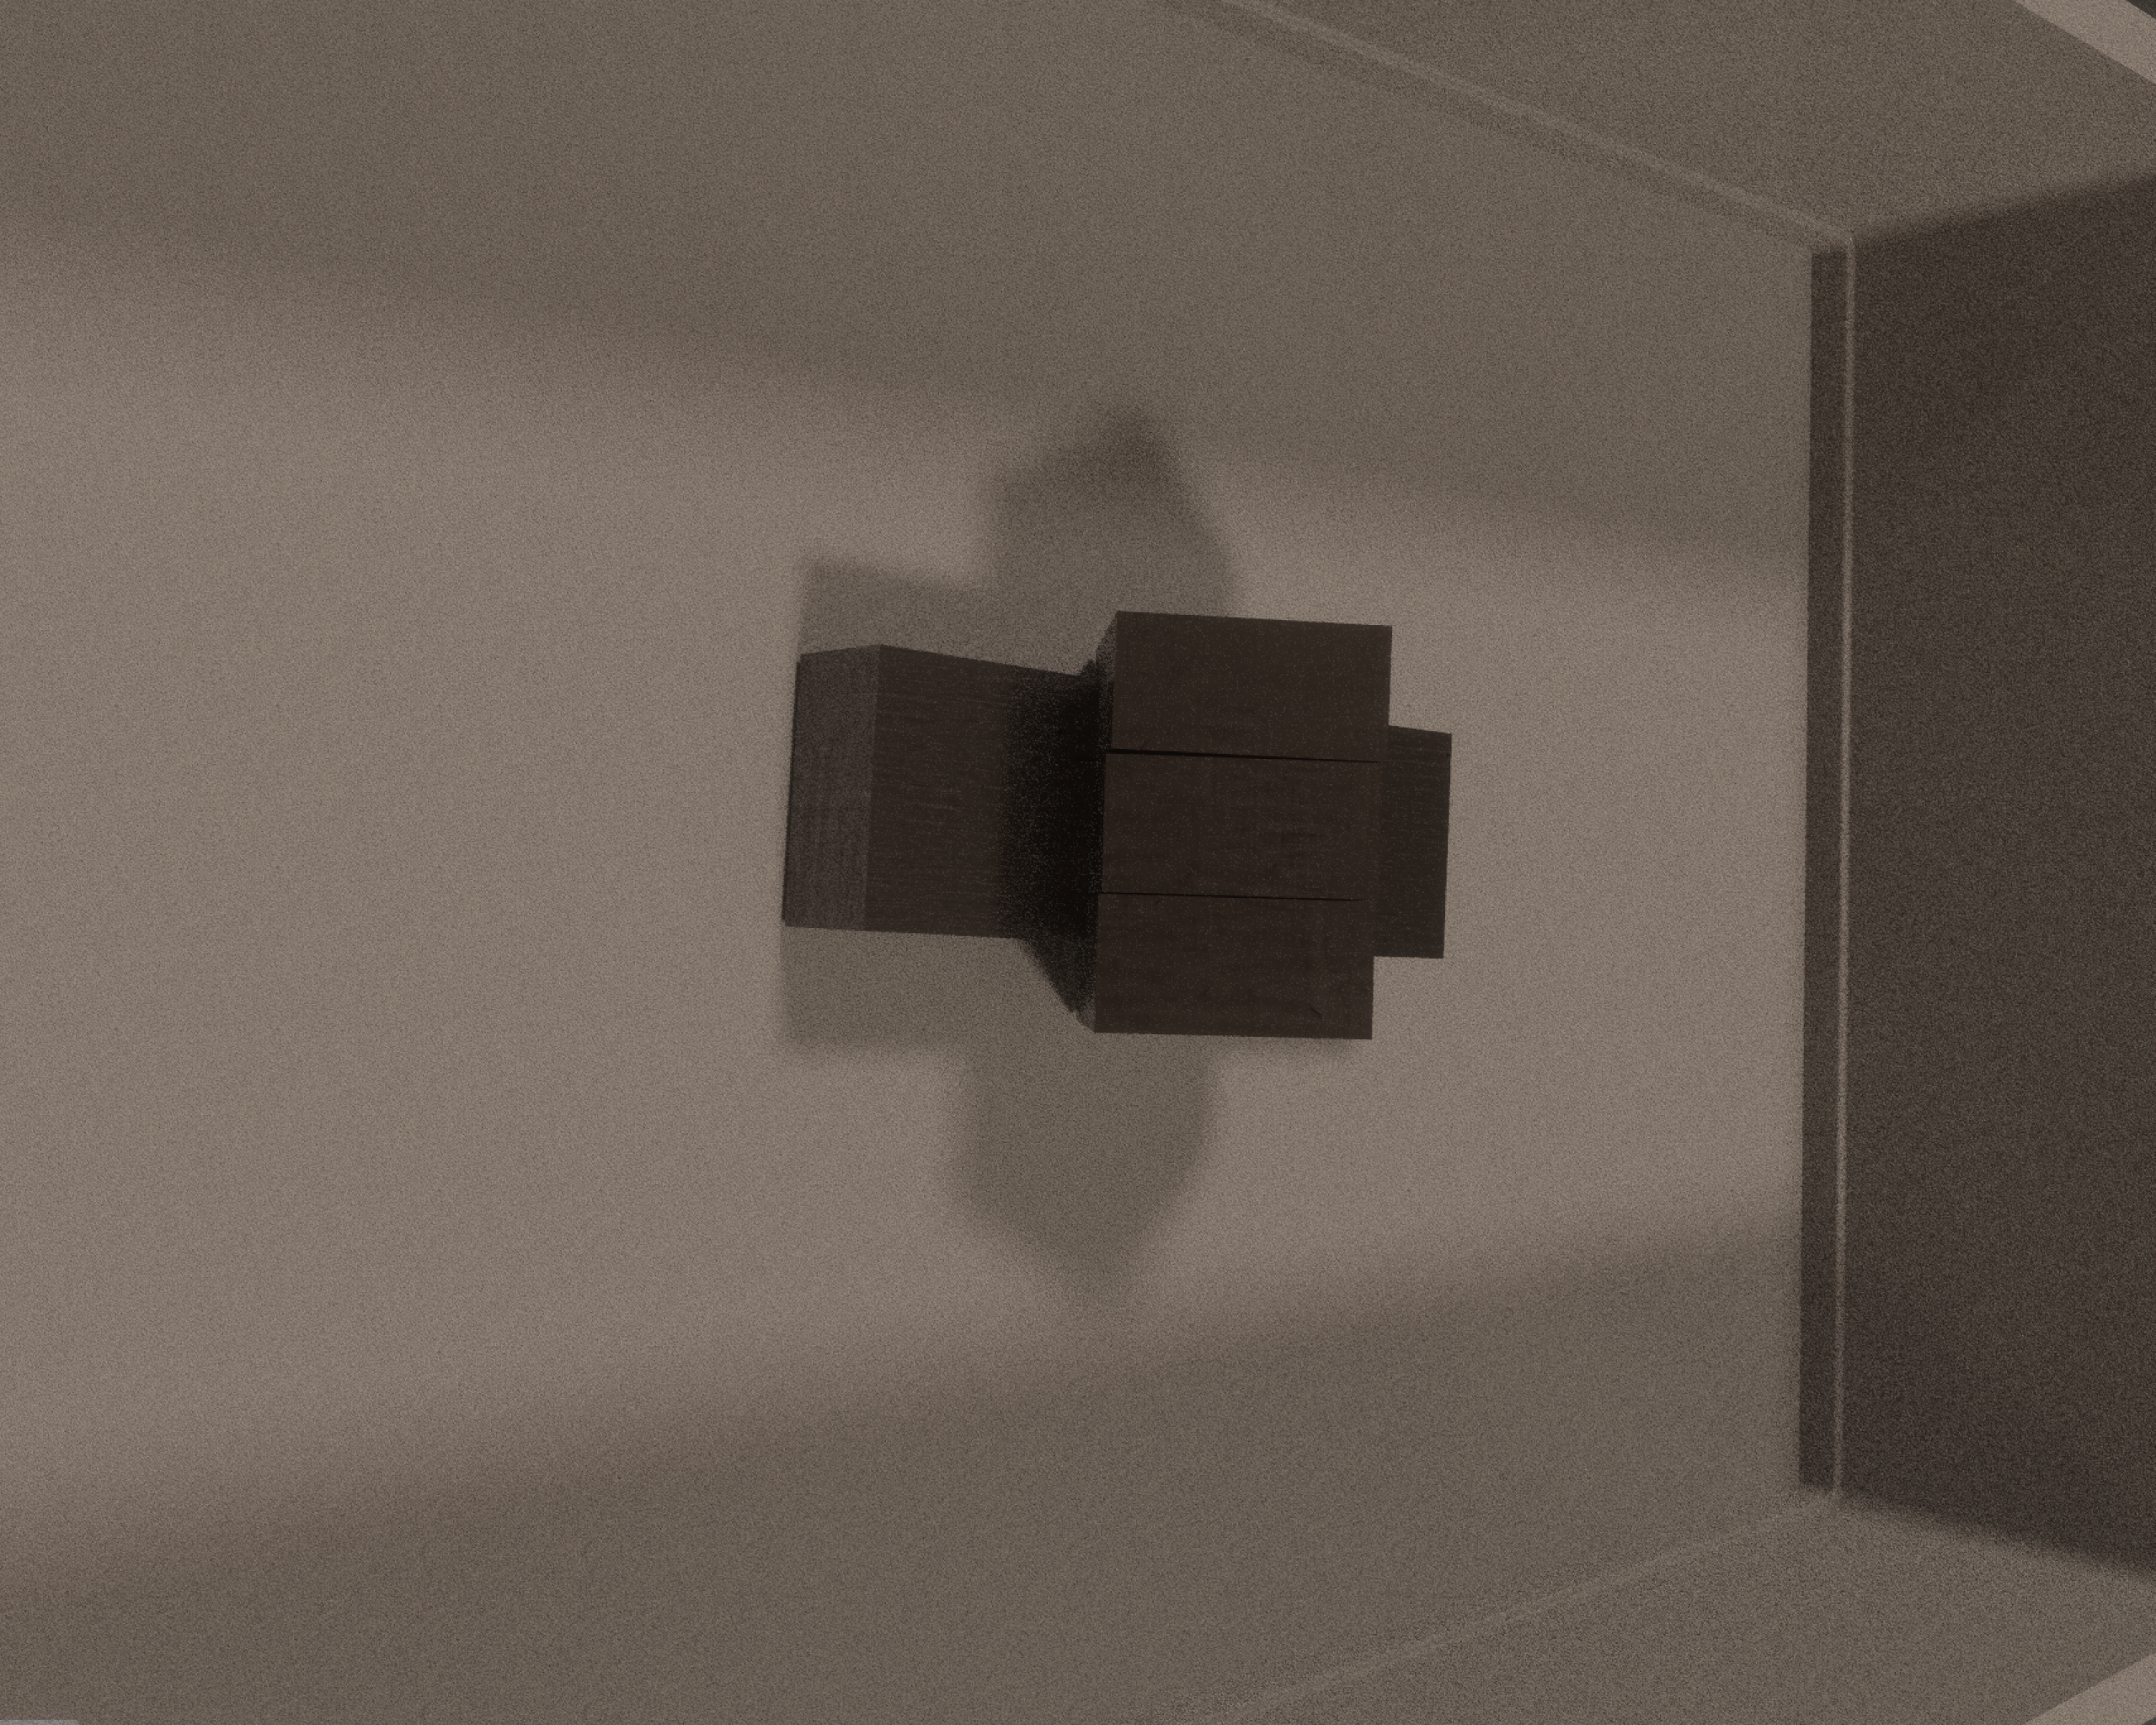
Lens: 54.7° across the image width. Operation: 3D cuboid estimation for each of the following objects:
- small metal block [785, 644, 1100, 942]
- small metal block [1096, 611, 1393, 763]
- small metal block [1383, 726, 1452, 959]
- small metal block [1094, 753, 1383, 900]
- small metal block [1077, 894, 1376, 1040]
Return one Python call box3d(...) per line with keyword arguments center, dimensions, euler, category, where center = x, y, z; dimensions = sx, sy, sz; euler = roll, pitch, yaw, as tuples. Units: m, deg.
box3d(center=(-0.025, -0.012, 0.386), dimensions=(0.050, 0.025, 0.050), euler=(5, 87, -40), category="small metal block")
box3d(center=(0.030, -0.031, 0.402), dimensions=(0.050, 0.050, 0.025), euler=(3, 88, -4), category="small metal block")
box3d(center=(0.054, -0.005, 0.453), dimensions=(0.050, 0.025, 0.050), euler=(4, 88, -40), category="small metal block")
box3d(center=(0.028, -0.006, 0.401), dimensions=(0.050, 0.050, 0.025), euler=(2, 88, -4), category="small metal block")
box3d(center=(0.027, 0.020, 0.400), dimensions=(0.050, 0.050, 0.025), euler=(2, 88, -4), category="small metal block")
